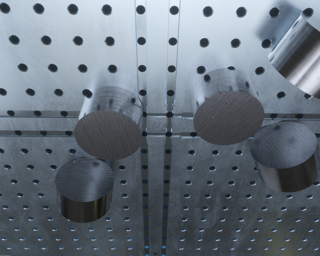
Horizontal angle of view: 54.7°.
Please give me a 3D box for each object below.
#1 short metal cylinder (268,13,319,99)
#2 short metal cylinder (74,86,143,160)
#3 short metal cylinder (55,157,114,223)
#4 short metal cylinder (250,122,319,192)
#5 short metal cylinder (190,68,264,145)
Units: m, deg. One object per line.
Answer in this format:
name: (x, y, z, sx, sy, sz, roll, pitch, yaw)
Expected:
short metal cylinder: (0.160, -0.073, 0.315, 0.080, 0.080, 0.050, 20, 127, -16)
short metal cylinder: (-0.062, -0.005, 0.390, 0.081, 0.050, 0.079, 0, 130, 0)
short metal cylinder: (-0.109, 0.089, 0.450, 0.081, 0.080, 0.050, 7, 130, -6)
short metal cylinder: (0.166, 0.037, 0.409, 0.080, 0.080, 0.050, -19, 128, 15)
short metal cylinder: (0.079, -0.025, 0.375, 0.081, 0.050, 0.079, 0, 130, 0)
